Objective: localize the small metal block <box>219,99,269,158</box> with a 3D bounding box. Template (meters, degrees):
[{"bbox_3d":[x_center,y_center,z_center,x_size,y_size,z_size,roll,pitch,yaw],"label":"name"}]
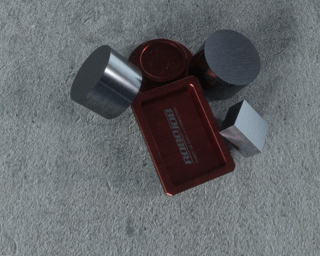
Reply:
[{"bbox_3d":[0.107,0.001,0.391,0.050,0.025,0.050,43,49,-13],"label":"small metal block"}]

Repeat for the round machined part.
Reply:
[{"bbox_3d":[0.002,-0.085,0.432,0.099,0.042,0.098,0,70,0],"label":"round machined part"}]

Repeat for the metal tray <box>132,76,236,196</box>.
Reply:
[{"bbox_3d":[0.027,0.009,0.392,0.091,0.030,0.129,-21,81,-8],"label":"metal tray"}]

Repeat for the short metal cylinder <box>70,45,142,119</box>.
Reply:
[{"bbox_3d":[-0.069,-0.057,0.394,0.050,0.080,0.080,32,66,-36],"label":"short metal cylinder"}]

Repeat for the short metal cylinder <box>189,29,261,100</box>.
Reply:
[{"bbox_3d":[0.086,-0.084,0.416,0.081,0.050,0.080,6,71,-17],"label":"short metal cylinder"}]
